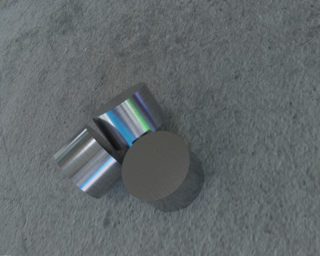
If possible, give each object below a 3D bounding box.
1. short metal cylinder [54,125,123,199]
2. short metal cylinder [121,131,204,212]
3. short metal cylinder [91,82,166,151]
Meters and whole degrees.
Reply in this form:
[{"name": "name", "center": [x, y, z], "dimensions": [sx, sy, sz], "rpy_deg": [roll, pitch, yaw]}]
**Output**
[{"name": "short metal cylinder", "center": [-0.083, 0.041, 0.385], "dimensions": [0.050, 0.080, 0.080], "rpy_deg": [-45, 51, -3]}, {"name": "short metal cylinder", "center": [0.004, 0.050, 0.353], "dimensions": [0.080, 0.050, 0.080], "rpy_deg": [-12, 58, 20]}, {"name": "short metal cylinder", "center": [-0.039, -0.015, 0.393], "dimensions": [0.080, 0.050, 0.080], "rpy_deg": [-30, 17, 10]}]
